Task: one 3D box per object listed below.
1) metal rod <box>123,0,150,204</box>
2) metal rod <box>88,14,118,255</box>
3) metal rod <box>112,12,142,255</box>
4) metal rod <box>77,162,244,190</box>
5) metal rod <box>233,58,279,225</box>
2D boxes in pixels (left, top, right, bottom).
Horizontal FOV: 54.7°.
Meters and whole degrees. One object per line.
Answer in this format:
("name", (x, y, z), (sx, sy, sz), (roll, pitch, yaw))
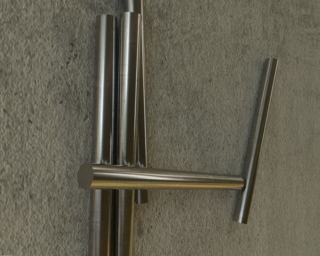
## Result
("metal rod", (-0.029, -0.058, 0.379), (0.025, 0.025, 0.298), (-3, 92, -40))
("metal rod", (-0.065, 0.024, 0.350), (0.025, 0.025, 0.298), (3, 88, -40))
("metal rod", (-0.039, 0.021, 0.358), (0.025, 0.025, 0.298), (0, 94, -40))
("metal rod", (0.029, 0.067, 0.400), (0.302, 0.025, 0.025), (13, 82, -48))
("metal rod", (0.171, 0.016, 0.547), (0.025, 0.025, 0.299), (24, 75, -38))
